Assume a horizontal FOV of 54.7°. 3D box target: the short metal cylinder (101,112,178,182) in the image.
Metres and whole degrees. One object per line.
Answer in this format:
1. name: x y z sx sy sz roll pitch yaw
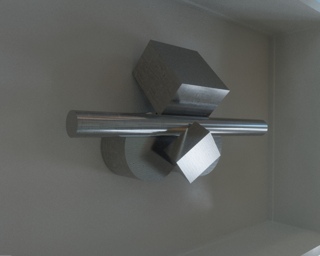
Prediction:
1. short metal cylinder: -0.023 0.021 0.372 0.081 0.050 0.079 0 90 -40

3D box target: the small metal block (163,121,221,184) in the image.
1. small metal block: 0.038 0.029 0.360 0.050 0.025 0.050 -42 137 -9

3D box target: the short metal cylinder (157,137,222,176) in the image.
1. short metal cylinder: 0.039 0.023 0.424 0.081 0.050 0.079 0 90 -40

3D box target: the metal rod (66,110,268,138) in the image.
1. metal rod: 0.037 -0.002 0.373 0.302 0.025 0.025 1 90 -40

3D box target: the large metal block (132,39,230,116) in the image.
1. large metal block: 0.025 -0.058 0.384 0.081 0.050 0.080 1 46 -40
